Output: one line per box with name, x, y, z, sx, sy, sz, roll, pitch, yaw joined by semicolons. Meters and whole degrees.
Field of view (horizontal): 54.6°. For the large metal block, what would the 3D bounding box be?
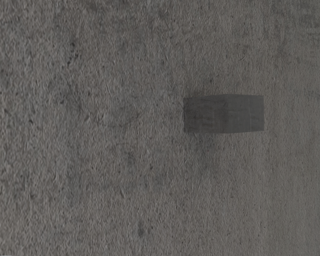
large metal block;0.091;-0.020;0.444;0.081;0.080;0.050;-3;92;-40
